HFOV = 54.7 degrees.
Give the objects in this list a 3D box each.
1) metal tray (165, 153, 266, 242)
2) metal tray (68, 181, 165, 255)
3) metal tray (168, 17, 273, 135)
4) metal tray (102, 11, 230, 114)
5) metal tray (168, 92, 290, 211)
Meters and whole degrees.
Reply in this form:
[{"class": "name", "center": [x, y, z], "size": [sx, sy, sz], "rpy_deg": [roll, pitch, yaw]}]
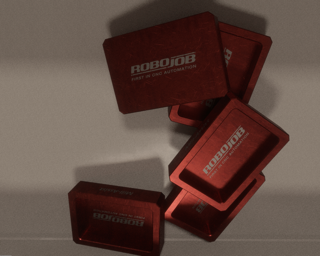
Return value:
[{"class": "metal tray", "center": [0.073, 0.093, 0.443], "size": [0.090, 0.030, 0.129], "rpy_deg": [30, 107, -11]}, {"class": "metal tray", "center": [-0.060, 0.128, 0.438], "size": [0.131, 0.030, 0.089], "rpy_deg": [5, 111, 13]}, {"class": "metal tray", "center": [0.070, -0.062, 0.386], "size": [0.091, 0.030, 0.129], "rpy_deg": [15, 109, -6]}, {"class": "metal tray", "center": [0.007, -0.071, 0.356], "size": [0.130, 0.030, 0.089], "rpy_deg": [-9, 101, 20]}, {"class": "metal tray", "center": [0.082, 0.032, 0.389], "size": [0.090, 0.030, 0.129], "rpy_deg": [33, 106, -12]}]
